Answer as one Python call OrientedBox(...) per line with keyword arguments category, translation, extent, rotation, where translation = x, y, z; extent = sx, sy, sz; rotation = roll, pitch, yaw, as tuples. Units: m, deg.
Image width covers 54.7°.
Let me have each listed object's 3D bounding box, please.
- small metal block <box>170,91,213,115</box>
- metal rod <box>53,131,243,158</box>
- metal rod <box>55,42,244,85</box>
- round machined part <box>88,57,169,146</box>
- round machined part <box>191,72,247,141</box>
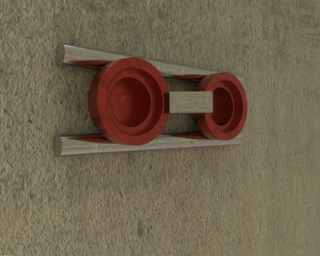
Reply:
OrientedBox(category="small metal block", translation=(0.038, -0.030, 0.387), extent=(0.050, 0.050, 0.025), rotation=(0, 90, 3))
OrientedBox(category="metal rod", translation=(0.011, 0.017, 0.414), extent=(0.302, 0.025, 0.025), rotation=(0, 90, -40))
OrientedBox(category="metal rod", translation=(0.013, -0.076, 0.416), extent=(0.302, 0.025, 0.025), rotation=(0, 90, -40))
OrientedBox(category="round machined part", translation=(-0.038, -0.029, 0.357), extent=(0.099, 0.042, 0.097), rotation=(0, 90, -40))
OrientedBox(category="round machined part", translation=(0.083, -0.031, 0.457), extent=(0.099, 0.042, 0.097), rotation=(0, 90, -40))
